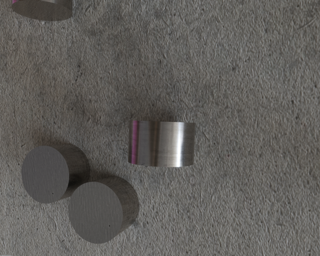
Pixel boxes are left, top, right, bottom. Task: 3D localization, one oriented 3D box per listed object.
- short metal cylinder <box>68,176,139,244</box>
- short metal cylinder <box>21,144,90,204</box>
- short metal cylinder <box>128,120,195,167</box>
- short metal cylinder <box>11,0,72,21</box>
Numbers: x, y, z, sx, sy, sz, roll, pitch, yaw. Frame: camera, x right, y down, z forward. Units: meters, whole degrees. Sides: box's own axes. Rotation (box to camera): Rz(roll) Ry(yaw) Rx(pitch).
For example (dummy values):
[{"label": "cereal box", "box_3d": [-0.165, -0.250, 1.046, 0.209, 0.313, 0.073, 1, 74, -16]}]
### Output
[{"label": "short metal cylinder", "box_3d": [-0.075, 0.109, 0.422, 0.080, 0.050, 0.080, 0, 90, 20]}, {"label": "short metal cylinder", "box_3d": [-0.150, 0.064, 0.449, 0.080, 0.050, 0.080, 0, 90, 20]}, {"label": "short metal cylinder", "box_3d": [0.002, 0.017, 0.379, 0.080, 0.080, 0.050, 3, 91, 20]}, {"label": "short metal cylinder", "box_3d": [-0.166, -0.190, 0.438, 0.080, 0.080, 0.050, 0, 90, 20]}]
